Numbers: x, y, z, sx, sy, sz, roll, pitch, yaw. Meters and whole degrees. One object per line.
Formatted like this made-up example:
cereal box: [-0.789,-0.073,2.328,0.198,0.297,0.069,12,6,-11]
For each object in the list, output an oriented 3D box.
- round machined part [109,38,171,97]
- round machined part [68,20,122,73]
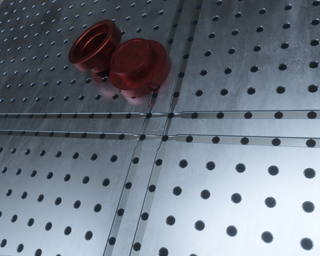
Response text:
round machined part: [-0.037,-0.099,0.476,0.098,0.042,0.098,-13,56,20]
round machined part: [-0.103,-0.133,0.524,0.098,0.042,0.098,-20,47,24]
